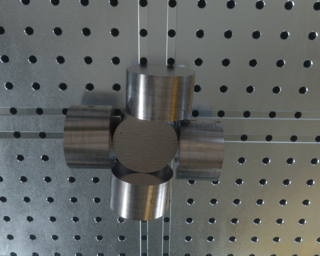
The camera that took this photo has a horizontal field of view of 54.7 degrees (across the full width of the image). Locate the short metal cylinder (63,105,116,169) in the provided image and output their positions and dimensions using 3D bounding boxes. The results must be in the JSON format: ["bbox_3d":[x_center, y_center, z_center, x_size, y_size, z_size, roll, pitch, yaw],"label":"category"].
[{"bbox_3d":[-0.084,0.011,0.387,0.050,0.080,0.079,1,110,-1],"label":"short metal cylinder"}]

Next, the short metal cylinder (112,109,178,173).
[{"bbox_3d":[-0.019,0.011,0.404,0.081,0.050,0.079,-1,110,-1],"label":"short metal cylinder"}]

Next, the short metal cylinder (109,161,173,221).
[{"bbox_3d":[-0.025,0.077,0.411,0.081,0.080,0.050,6,110,-2],"label":"short metal cylinder"}]

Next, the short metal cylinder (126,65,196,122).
[{"bbox_3d":[0.000,-0.044,0.367,0.081,0.080,0.050,3,110,-1],"label":"short metal cylinder"}]

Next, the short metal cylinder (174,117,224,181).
[{"bbox_3d":[0.047,0.026,0.394,0.050,0.080,0.079,3,110,-2],"label":"short metal cylinder"}]
